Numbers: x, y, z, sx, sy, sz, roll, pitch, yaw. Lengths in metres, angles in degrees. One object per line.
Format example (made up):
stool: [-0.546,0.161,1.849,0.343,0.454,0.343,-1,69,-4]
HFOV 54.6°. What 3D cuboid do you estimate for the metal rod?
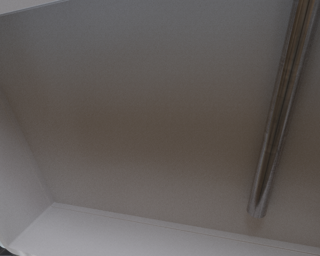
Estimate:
metal rod: [0.129,-0.017,0.330,0.025,0.025,0.298,14,124,20]
